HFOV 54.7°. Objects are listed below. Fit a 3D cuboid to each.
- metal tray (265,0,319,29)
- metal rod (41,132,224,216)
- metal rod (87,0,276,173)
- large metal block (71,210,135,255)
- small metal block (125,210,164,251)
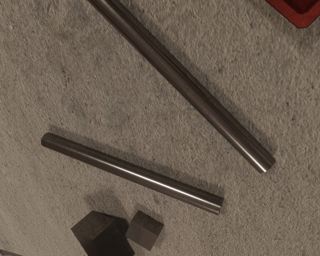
[{"bbox_3d":[0.128,-0.157,0.238,0.090,0.030,0.129,41,129,0],"label":"metal tray"},{"bbox_3d":[-0.052,0.064,0.472,0.301,0.025,0.025,18,126,17],"label":"metal rod"},{"bbox_3d":[0.020,-0.061,0.357,0.300,0.025,0.025,45,129,-4],"label":"metal rod"},{"bbox_3d":[-0.102,0.202,0.553,0.080,0.050,0.080,-1,120,49],"label":"large metal block"},{"bbox_3d":[-0.027,0.175,0.527,0.050,0.025,0.050,28,128,10],"label":"small metal block"}]
